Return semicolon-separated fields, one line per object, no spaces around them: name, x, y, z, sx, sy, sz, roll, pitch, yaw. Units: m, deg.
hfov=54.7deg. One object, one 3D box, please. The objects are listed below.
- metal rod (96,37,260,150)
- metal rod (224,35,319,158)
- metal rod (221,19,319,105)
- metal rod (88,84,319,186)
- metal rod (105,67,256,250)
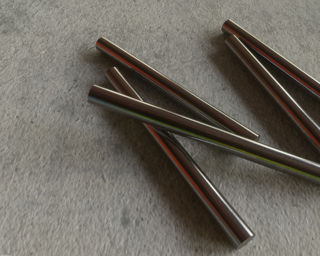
metal rod;0.010;-0.061;0.454;0.300;0.025;0.025;37;59;26
metal rod;0.173;-0.040;0.439;0.025;0.025;0.300;-16;52;-13
metal rod;0.201;-0.087;0.478;0.025;0.025;0.300;-26;55;-20
metal rod;0.056;0.008;0.373;0.301;0.025;0.025;20;52;6
metal rod;0.006;0.016;0.389;0.025;0.025;0.300;-25;55;-20
